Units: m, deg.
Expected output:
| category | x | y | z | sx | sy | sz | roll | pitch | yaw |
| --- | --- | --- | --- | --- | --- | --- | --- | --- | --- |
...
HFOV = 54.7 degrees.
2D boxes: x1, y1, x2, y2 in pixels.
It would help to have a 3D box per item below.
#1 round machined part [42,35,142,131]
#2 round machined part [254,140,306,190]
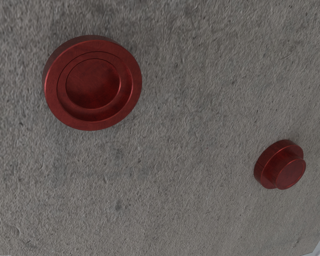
| category | x | y | z | sx | sy | sz | roll | pitch | yaw |
| --- | --- | --- | --- | --- | --- | --- | --- | --- | --- |
| round machined part | -0.072 | -0.049 | 0.326 | 0.099 | 0.042 | 0.097 | -14 | 124 | -21 |
| round machined part | 0.224 | 0.073 | 0.563 | 0.099 | 0.042 | 0.097 | -14 | 124 | -21 |
